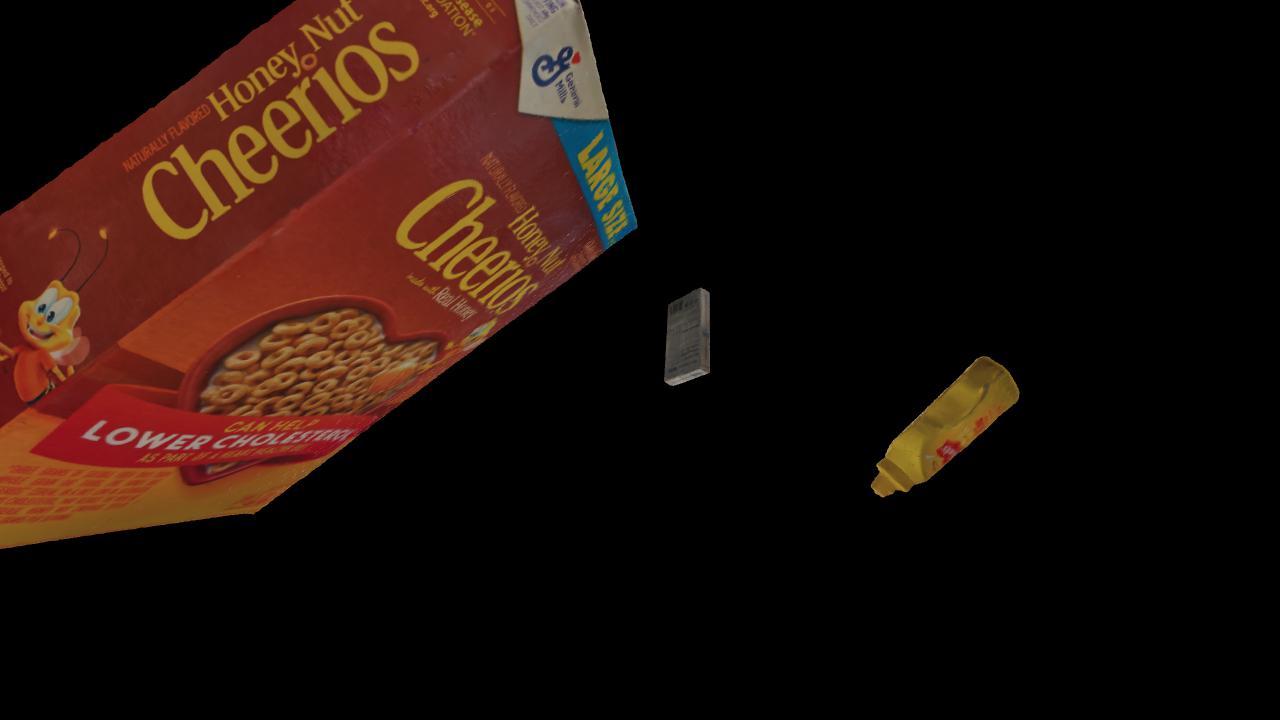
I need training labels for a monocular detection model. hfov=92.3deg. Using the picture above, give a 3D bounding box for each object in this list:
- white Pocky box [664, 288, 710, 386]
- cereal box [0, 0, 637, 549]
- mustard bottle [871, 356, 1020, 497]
[{"bbox_3d":[0.080,-0.039,1.032,0.028,0.154,0.084,25,-34,-36],"label":"white Pocky box"},{"bbox_3d":[-0.147,-0.036,0.296,0.306,0.081,0.203,-36,-10,-2],"label":"cereal box"},{"bbox_3d":[0.326,0.083,0.676,0.054,0.184,0.092,49,5,36],"label":"mustard bottle"}]
